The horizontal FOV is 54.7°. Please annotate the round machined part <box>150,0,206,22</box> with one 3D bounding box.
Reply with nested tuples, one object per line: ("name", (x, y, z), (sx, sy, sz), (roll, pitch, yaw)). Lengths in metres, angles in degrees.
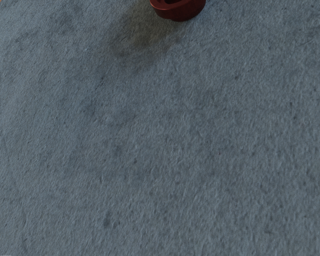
("round machined part", (0.036, -0.213, 0.503), (0.098, 0.042, 0.098), (-13, 56, 20))
